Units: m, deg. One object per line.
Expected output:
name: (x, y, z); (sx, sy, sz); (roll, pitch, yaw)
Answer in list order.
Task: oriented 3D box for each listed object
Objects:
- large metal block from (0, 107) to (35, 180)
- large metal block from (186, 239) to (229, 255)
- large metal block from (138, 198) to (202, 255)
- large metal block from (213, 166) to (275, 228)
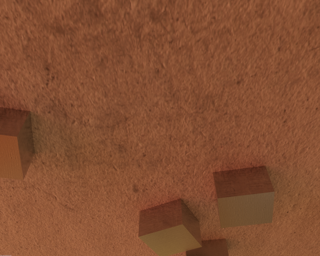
large metal block: (-0.215, 0.019, 0.403); (0.081, 0.050, 0.079); (8, 130, -7)
large metal block: (0.095, 0.268, 0.601); (0.080, 0.080, 0.050); (-7, 130, 5)
large metal block: (0.018, 0.176, 0.542); (0.080, 0.050, 0.080); (-22, 127, 17)
large metal block: (0.130, 0.109, 0.486); (0.080, 0.050, 0.080); (-8, 130, 6)
